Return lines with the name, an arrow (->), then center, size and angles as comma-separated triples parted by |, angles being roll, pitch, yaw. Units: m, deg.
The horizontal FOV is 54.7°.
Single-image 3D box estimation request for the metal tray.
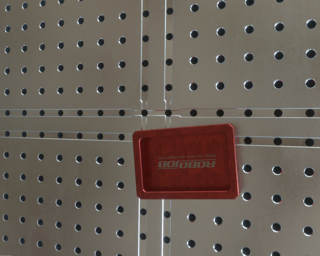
metal tray -> 0.033, 0.044, 0.397 | 0.130, 0.030, 0.089 | -5, 88, 19
